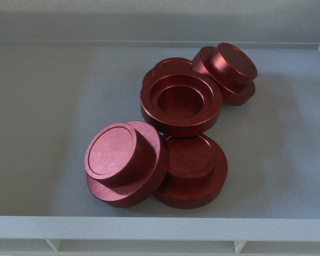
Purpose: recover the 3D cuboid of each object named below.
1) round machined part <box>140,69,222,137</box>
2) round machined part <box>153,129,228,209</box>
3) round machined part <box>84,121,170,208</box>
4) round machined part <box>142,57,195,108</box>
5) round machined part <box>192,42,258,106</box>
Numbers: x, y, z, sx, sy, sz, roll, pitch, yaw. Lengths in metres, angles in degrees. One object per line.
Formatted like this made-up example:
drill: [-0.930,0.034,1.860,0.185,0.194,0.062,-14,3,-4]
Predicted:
round machined part: [0.025,-0.026,0.386,0.099,0.042,0.098,0,50,0]
round machined part: [0.030,0.040,0.359,0.099,0.042,0.098,0,50,0]
round machined part: [-0.042,0.033,0.336,0.098,0.042,0.098,-18,50,23]
round machined part: [0.024,-0.065,0.446,0.099,0.042,0.098,0,50,0]
round machined part: [0.097,-0.081,0.434,0.099,0.042,0.098,22,43,-22]
